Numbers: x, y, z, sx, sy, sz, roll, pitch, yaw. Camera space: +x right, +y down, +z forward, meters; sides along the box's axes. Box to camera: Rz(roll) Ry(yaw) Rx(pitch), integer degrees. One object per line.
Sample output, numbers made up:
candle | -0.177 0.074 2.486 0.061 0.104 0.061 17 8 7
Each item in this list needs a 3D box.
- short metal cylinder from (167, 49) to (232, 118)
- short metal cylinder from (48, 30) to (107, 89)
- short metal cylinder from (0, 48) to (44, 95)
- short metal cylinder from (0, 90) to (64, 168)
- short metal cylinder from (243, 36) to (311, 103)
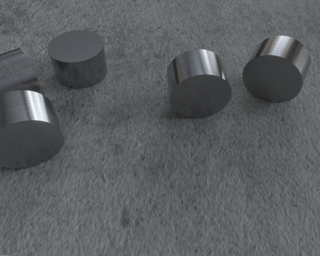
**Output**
short metal cylinder | 0.051 -0.058 0.417 0.081 0.080 0.050 -3 50 -3
short metal cylinder | -0.124 -0.106 0.474 0.081 0.050 0.080 0 50 0
short metal cylinder | -0.196 -0.061 0.416 0.050 0.080 0.080 -28 56 -22
short metal cylinder | -0.160 0.003 0.363 0.081 0.080 0.050 -19 53 -16
short metal cylinder | 0.165 -0.082 0.439 0.080 0.080 0.050 23 54 18
